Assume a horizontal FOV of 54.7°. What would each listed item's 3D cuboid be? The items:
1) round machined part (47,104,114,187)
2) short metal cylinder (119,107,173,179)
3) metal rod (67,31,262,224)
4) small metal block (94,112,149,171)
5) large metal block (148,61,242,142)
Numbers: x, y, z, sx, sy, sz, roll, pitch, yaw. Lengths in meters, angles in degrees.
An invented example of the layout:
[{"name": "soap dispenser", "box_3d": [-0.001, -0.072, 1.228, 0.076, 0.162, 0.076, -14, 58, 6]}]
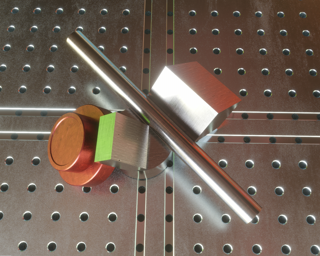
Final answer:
[{"name": "round machined part", "box_3d": [-0.094, 0.019, 0.364, 0.098, 0.042, 0.098, -12, 70, 36]}, {"name": "short metal cylinder", "box_3d": [-0.024, 0.020, 0.387, 0.081, 0.050, 0.080, 0, 70, 0]}, {"name": "metal rod", "box_3d": [-0.006, -0.011, 0.359, 0.025, 0.025, 0.300, -42, 75, -14]}, {"name": "small metal block", "box_3d": [-0.040, 0.016, 0.333, 0.025, 0.050, 0.050, -13, 65, 38]}, {"name": "large metal block", "box_3d": [0.043, -0.035, 0.385, 0.080, 0.050, 0.080, 44, 33, 14]}]
